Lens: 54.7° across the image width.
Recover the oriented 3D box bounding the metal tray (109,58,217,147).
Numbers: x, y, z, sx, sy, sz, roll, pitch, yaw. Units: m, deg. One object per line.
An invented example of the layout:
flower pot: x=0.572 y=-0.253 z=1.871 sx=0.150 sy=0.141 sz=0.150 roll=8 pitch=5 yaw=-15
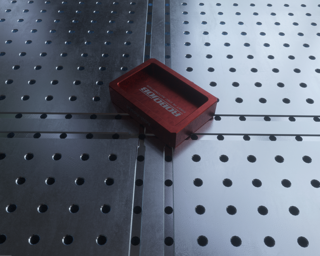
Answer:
metal tray: x=0.003 y=-0.041 z=0.438 sx=0.091 sy=0.030 sz=0.130 roll=-37 pitch=60 yaw=-27
